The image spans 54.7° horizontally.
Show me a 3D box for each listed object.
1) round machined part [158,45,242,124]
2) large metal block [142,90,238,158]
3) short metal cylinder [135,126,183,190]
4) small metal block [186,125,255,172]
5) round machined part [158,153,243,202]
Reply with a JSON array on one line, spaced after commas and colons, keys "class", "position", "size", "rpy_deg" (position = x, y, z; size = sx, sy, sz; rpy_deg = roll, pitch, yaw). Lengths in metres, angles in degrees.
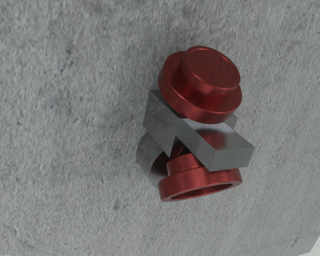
[{"class": "round machined part", "position": [0.051, -0.055, 0.351], "size": [0.099, 0.098, 0.042], "rpy_deg": [-2, 145, -28]}, {"class": "large metal block", "position": [0.034, -0.008, 0.387], "size": [0.081, 0.080, 0.050], "rpy_deg": [-2, 120, -28]}, {"class": "short metal cylinder", "position": [0.013, 0.041, 0.427], "size": [0.081, 0.050, 0.079], "rpy_deg": [-14, 125, -21]}, {"class": "small metal block", "position": [0.064, 0.020, 0.337], "size": [0.050, 0.050, 0.025], "rpy_deg": [-3, 119, -27]}, {"class": "round machined part", "position": [0.045, 0.057, 0.373], "size": [0.099, 0.042, 0.098], "rpy_deg": [-11, 161, -4]}]
